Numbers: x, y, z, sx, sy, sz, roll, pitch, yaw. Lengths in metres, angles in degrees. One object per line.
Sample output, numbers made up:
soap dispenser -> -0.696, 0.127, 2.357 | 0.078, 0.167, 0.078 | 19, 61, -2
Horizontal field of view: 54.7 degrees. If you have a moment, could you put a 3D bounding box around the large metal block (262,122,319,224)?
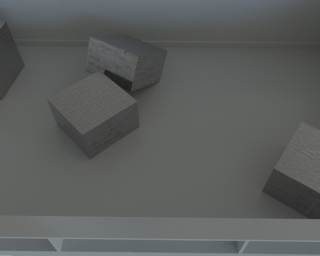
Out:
large metal block -> 0.175, 0.052, 0.346 | 0.080, 0.050, 0.080 | 30, 56, 22

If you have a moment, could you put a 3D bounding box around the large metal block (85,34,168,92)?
large metal block -> -0.048, -0.098, 0.451 | 0.080, 0.050, 0.080 | 26, 28, 20

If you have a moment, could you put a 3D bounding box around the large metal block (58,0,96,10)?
large metal block -> -0.178, -0.297, 0.640 | 0.081, 0.050, 0.080 | -30, 56, -23

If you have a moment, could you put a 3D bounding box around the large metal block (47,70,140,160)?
large metal block -> -0.085, -0.019, 0.404 | 0.080, 0.050, 0.080 | -35, 58, -26

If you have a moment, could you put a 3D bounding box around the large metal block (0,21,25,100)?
large metal block -> -0.251, -0.099, 0.451 | 0.050, 0.080, 0.080 | 6, 50, 5
